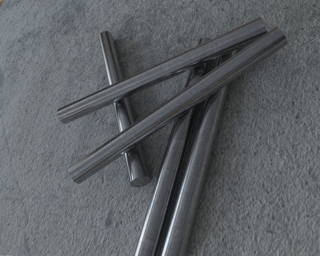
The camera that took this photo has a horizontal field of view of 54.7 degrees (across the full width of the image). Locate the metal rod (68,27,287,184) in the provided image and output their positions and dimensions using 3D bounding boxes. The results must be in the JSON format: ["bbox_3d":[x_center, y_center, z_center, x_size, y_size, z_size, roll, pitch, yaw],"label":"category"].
[{"bbox_3d":[0.017,-0.024,0.376,0.300,0.025,0.025,-34,51,5],"label":"metal rod"}]

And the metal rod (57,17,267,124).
[{"bbox_3d":[-0.008,-0.071,0.418,0.301,0.025,0.025,-22,54,15],"label":"metal rod"}]

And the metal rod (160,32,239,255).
[{"bbox_3d":[0.056,0.006,0.371,0.025,0.025,0.300,5,64,30],"label":"metal rod"}]

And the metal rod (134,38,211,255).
[{"bbox_3d":[0.025,0.011,0.384,0.025,0.025,0.300,4,63,30],"label":"metal rod"}]

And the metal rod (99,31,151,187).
[{"bbox_3d":[-0.060,-0.049,0.465,0.025,0.025,0.299,-27,52,12],"label":"metal rod"}]
